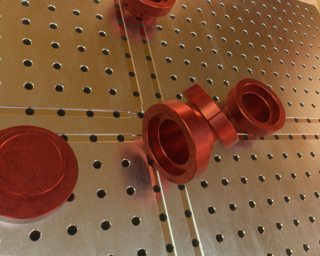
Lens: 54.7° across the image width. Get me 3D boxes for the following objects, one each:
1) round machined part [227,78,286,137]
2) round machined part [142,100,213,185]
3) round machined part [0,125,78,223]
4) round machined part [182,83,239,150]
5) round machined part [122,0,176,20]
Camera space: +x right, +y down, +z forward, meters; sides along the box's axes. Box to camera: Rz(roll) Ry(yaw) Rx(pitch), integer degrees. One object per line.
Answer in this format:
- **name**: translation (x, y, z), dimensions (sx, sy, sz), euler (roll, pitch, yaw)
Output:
- **round machined part**: translation (0.148, -0.028, 0.497), dimensions (0.099, 0.042, 0.098), euler (14, 56, -21)
- **round machined part**: translation (0.024, 0.014, 0.367), dimensions (0.042, 0.097, 0.098), euler (-20, 72, -34)
- **round machined part**: translation (-0.130, 0.039, 0.304), dimensions (0.099, 0.042, 0.098), euler (14, 56, -21)
- **round machined part**: translation (0.058, -0.009, 0.413), dimensions (0.042, 0.098, 0.098), euler (-37, 80, 3)
- **round machined part**: translation (-0.026, -0.223, 0.521), dimensions (0.099, 0.042, 0.098), euler (14, 56, -21)
